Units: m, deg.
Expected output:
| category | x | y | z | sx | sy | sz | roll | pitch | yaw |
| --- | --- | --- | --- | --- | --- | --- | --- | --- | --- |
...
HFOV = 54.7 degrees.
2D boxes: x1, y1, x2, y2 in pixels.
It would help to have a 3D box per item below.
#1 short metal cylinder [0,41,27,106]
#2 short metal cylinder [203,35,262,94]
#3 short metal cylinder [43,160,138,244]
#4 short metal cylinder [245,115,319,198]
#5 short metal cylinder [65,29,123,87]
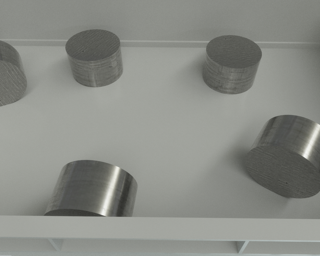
| category | x | y | z | sx | sy | sz | roll | pitch | yaw |
| --- | --- | --- | --- | --- | --- | --- | --- | --- | --- |
| short metal cylinder | -0.233 | -0.076 | 0.432 | 0.081 | 0.080 | 0.050 | -19 | 53 | -15 |
| short metal cylinder | 0.108 | -0.097 | 0.471 | 0.080 | 0.050 | 0.080 | 0 | 50 | 0 |
| short metal cylinder | -0.066 | 0.075 | 0.306 | 0.080 | 0.080 | 0.050 | 5 | 50 | 4 |
| short metal cylinder | 0.143 | 0.032 | 0.343 | 0.080 | 0.080 | 0.050 | 27 | 55 | 20 |
| short metal cylinder | -0.100 | -0.109 | 0.479 | 0.080 | 0.050 | 0.080 | 0 | 50 | 0 |
